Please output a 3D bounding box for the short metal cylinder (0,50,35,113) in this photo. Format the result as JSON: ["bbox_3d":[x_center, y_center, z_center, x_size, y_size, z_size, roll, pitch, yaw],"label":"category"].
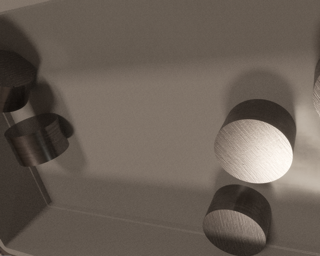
[{"bbox_3d":[-0.229,-0.069,0.449,0.080,0.080,0.050,37,129,3],"label":"short metal cylinder"}]

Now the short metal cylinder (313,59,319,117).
[{"bbox_3d":[0.181,-0.039,0.273,0.080,0.050,0.079,13,124,20],"label":"short metal cylinder"}]

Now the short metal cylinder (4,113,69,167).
[{"bbox_3d":[-0.189,0.017,0.481,0.080,0.080,0.050,-1,118,28],"label":"short metal cylinder"}]

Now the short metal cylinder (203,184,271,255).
[{"bbox_3d":[0.103,0.123,0.413,0.080,0.050,0.079,13,124,20],"label":"short metal cylinder"}]

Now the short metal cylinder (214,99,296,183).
[{"bbox_3d":[0.106,0.014,0.345,0.080,0.050,0.079,13,124,20],"label":"short metal cylinder"}]
